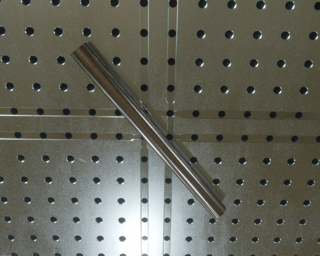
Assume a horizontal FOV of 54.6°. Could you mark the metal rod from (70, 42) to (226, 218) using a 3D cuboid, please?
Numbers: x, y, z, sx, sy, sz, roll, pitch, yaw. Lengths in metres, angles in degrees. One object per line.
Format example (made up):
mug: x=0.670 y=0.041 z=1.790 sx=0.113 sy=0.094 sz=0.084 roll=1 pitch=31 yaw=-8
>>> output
metal rod: x=-0.006 y=0.014 z=0.418 sx=0.025 sy=0.025 sz=0.300 roll=-37 pitch=106 yaw=12
